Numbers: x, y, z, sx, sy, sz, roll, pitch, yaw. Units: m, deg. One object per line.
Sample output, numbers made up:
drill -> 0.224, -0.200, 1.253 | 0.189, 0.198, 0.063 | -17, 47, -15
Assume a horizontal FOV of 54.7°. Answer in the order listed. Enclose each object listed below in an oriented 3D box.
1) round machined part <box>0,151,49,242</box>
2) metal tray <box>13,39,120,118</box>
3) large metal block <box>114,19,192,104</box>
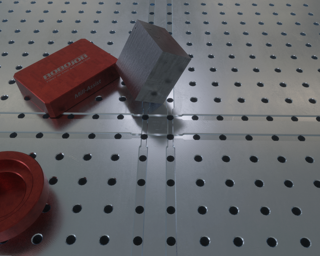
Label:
round machined part -> -0.169, 0.076, 0.332 | 0.099, 0.042, 0.098 | 0, 50, 0
metal tray -> -0.138, -0.081, 0.471 | 0.090, 0.030, 0.131 | 36, 58, 26
large metal block -> -0.013, -0.093, 0.440 | 0.050, 0.080, 0.080 | 4, 42, -40
